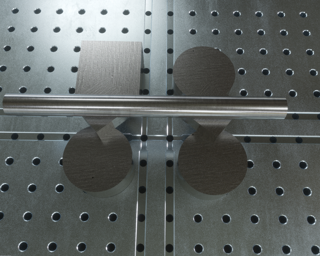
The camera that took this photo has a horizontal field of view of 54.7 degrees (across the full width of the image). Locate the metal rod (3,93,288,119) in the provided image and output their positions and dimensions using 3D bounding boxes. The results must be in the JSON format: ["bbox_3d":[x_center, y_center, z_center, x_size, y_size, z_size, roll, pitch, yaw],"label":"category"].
[{"bbox_3d":[-0.016,-0.024,0.340,0.302,0.025,0.025,1,70,0],"label":"metal rod"}]

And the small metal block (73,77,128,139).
[{"bbox_3d":[-0.067,-0.024,0.367,0.050,0.025,0.050,-38,75,-13],"label":"small metal block"}]

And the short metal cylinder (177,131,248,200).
[{"bbox_3d":[0.061,0.046,0.382,0.081,0.050,0.080,0,70,0],"label":"short metal cylinder"}]

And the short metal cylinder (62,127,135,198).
[{"bbox_3d":[-0.072,0.042,0.381,0.081,0.050,0.080,0,70,0],"label":"short metal cylinder"}]

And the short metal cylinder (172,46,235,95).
[{"bbox_3d":[0.057,-0.063,0.422,0.081,0.050,0.080,0,70,0],"label":"short metal cylinder"}]

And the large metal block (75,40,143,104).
[{"bbox_3d":[-0.065,-0.070,0.423,0.080,0.050,0.080,1,70,0],"label":"large metal block"}]

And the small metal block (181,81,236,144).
[{"bbox_3d":[0.060,-0.018,0.366,0.050,0.025,0.050,39,74,13],"label":"small metal block"}]
